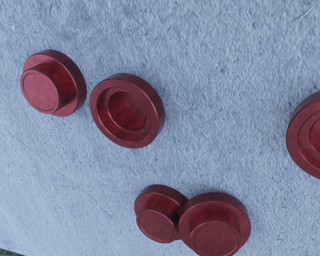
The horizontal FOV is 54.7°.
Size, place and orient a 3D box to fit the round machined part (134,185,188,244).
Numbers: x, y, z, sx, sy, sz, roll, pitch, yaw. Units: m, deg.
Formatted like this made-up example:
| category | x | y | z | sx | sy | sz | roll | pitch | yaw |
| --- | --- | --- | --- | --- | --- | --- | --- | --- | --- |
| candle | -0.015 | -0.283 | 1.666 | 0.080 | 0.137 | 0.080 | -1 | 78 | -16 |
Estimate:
| category | x | y | z | sx | sy | sz | roll | pitch | yaw |
| --- | --- | --- | --- | --- | --- | --- | --- | --- | --- |
| round machined part | 0.002 | 0.139 | 0.481 | 0.098 | 0.042 | 0.097 | 13 | 124 | 21 |

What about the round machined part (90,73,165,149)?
| category | x | y | z | sx | sy | sz | roll | pitch | yaw |
| --- | --- | --- | --- | --- | --- | --- | --- | --- | --- |
| round machined part | -0.038 | -0.025 | 0.400 | 0.098 | 0.042 | 0.097 | 13 | 124 | 21 |

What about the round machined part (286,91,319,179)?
| category | x | y | z | sx | sy | sz | roll | pitch | yaw |
| --- | --- | --- | --- | --- | --- | --- | --- | --- | --- |
| round machined part | 0.178 | 0.004 | 0.304 | 0.098 | 0.042 | 0.097 | 13 | 124 | 21 |

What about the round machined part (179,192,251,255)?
| category | x | y | z | sx | sy | sz | roll | pitch | yaw |
| --- | --- | --- | --- | --- | --- | --- | --- | --- | --- |
| round machined part | 0.075 | 0.140 | 0.423 | 0.099 | 0.042 | 0.097 | 2 | 115 | 4 |

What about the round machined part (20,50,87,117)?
| category | x | y | z | sx | sy | sz | roll | pitch | yaw |
| --- | --- | --- | --- | --- | --- | --- | --- | --- | --- |
| round machined part | -0.158 | -0.059 | 0.443 | 0.098 | 0.042 | 0.097 | 13 | 124 | 21 |
